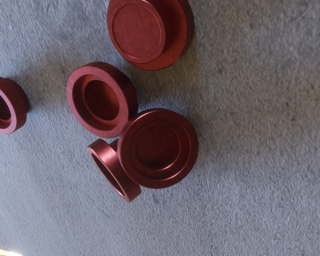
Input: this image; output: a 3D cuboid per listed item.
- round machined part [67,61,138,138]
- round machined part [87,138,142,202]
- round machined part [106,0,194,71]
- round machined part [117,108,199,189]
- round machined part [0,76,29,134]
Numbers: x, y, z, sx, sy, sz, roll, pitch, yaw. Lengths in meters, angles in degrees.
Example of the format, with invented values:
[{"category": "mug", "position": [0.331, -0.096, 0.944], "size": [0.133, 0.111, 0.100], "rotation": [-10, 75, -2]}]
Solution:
[{"category": "round machined part", "position": [-0.070, -0.039, 0.403], "size": [0.098, 0.042, 0.097], "rotation": [15, 122, 25]}, {"category": "round machined part", "position": [-0.057, 0.054, 0.438], "size": [0.098, 0.042, 0.098], "rotation": [45, 159, 23]}, {"category": "round machined part", "position": [-0.016, -0.109, 0.336], "size": [0.098, 0.042, 0.097], "rotation": [13, 124, 20]}, {"category": "round machined part", "position": [-0.005, 0.023, 0.389], "size": [0.098, 0.098, 0.042], "rotation": [63, 169, -17]}, {"category": "round machined part", "position": [-0.254, -0.042, 0.501], "size": [0.098, 0.042, 0.097], "rotation": [13, 124, 20]}]
